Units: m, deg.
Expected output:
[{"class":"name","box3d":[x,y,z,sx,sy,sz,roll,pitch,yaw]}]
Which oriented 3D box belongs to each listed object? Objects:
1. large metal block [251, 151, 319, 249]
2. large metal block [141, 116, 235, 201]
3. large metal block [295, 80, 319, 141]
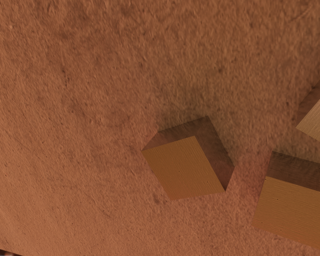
[{"class":"large metal block","box3d":[0.158,0.083,0.358,0.080,0.050,0.079,15,125,19]},{"class":"large metal block","box3d":[0.037,0.040,0.395,0.080,0.050,0.080,-19,109,35]},{"class":"large metal block","box3d":[0.185,-0.020,0.281,0.080,0.050,0.079,31,128,7]}]
